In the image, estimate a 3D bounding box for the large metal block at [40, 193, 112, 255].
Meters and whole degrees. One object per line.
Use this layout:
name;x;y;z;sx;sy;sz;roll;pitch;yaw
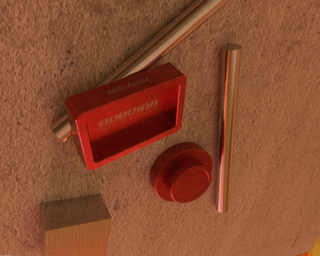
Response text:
large metal block;-0.116;0.141;0.416;0.081;0.050;0.079;-3;120;-27

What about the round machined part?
round machined part;0.038;0.073;0.464;0.099;0.042;0.097;-14;125;-21

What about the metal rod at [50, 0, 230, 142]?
metal rod;-0.001;-0.092;0.350;0.300;0.025;0.025;-41;130;-1

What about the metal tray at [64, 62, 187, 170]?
metal tray;-0.034;-0.013;0.354;0.131;0.030;0.089;-24;142;-23

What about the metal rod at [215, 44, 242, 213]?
metal rod;0.102;0.020;0.477;0.025;0.025;0.298;-18;126;-19
